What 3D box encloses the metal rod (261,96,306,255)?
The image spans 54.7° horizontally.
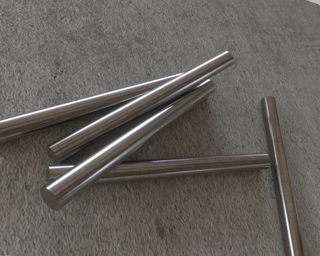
[{"bbox_3d":[0.178,0.079,0.451,0.025,0.025,0.300,16,55,-19],"label":"metal rod"}]

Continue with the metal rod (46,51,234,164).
[{"bbox_3d":[-0.004,-0.039,0.404,0.302,0.025,0.025,-32,80,-32],"label":"metal rod"}]

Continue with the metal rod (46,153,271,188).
[{"bbox_3d":[0.020,0.049,0.384,0.303,0.025,0.025,0,62,-28],"label":"metal rod"}]

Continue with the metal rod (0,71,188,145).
[{"bbox_3d":[-0.061,-0.035,0.391,0.302,0.025,0.025,-21,73,-36],"label":"metal rod"}]

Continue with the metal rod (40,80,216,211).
[{"bbox_3d":[-0.010,-0.001,0.377,0.025,0.025,0.302,48,45,5],"label":"metal rod"}]
